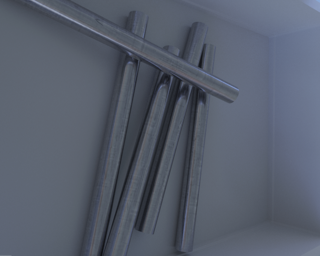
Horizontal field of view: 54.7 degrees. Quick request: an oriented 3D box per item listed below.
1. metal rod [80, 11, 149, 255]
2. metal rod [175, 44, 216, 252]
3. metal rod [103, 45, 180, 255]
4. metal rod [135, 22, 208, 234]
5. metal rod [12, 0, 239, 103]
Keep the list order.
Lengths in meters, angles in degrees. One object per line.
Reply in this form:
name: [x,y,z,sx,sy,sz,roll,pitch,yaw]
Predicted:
metal rod: [-0.052,0.006,0.364,0.025,0.025,0.299,17,79,-39]
metal rod: [0.053,0.024,0.453,0.025,0.025,0.298,13,82,-40]
metal rod: [-0.021,0.032,0.375,0.025,0.025,0.299,29,67,-37]
metal rod: [0.020,-0.009,0.425,0.025,0.025,0.299,26,74,-38]
metal rod: [-0.025,-0.092,0.354,0.302,0.025,0.025,20,77,-28]
